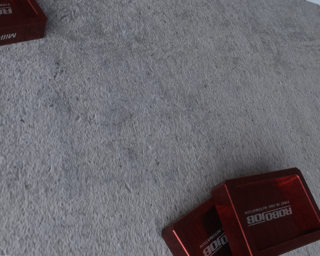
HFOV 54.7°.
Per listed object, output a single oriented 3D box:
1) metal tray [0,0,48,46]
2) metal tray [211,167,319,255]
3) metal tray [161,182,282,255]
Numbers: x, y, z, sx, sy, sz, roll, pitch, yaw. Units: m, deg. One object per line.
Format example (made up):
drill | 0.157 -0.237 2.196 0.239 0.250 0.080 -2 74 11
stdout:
metal tray | -0.216 -0.141 0.369 0.131 0.030 0.090 -26 76 -37
metal tray | 0.133 0.101 0.371 0.131 0.030 0.090 -3 64 -30
metal tray | 0.077 0.125 0.365 0.131 0.030 0.090 -24 75 -36
